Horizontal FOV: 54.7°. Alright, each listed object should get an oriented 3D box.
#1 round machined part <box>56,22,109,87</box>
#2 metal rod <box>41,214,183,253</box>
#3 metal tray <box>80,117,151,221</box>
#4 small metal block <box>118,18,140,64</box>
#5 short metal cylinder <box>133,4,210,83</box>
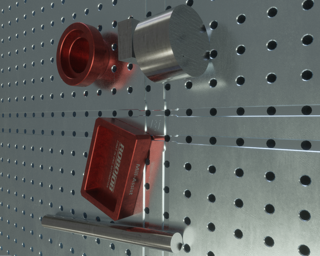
[{"bbox_3d":[-0.119,-0.114,0.494,0.098,0.042,0.097,0,90,39],"label":"round machined part"},{"bbox_3d":[-0.094,0.159,0.484,0.300,0.025,0.025,-7,86,39],"label":"metal rod"},{"bbox_3d":[-0.069,0.058,0.459,0.090,0.030,0.129,23,104,37],"label":"metal tray"},{"bbox_3d":[-0.029,-0.113,0.415,0.025,0.050,0.050,-2,89,40],"label":"small metal block"},{"bbox_3d":[0.015,-0.095,0.359,0.050,0.081,0.080,-5,87,39],"label":"short metal cylinder"}]
